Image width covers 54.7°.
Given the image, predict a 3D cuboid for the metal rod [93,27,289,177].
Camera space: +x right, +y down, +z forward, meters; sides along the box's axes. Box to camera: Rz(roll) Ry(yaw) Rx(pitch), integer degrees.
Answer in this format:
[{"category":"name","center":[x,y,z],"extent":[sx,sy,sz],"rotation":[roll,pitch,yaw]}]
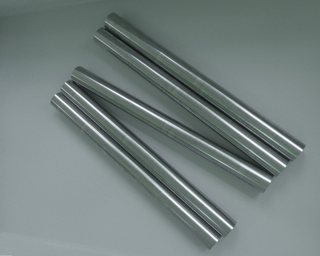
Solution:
[{"category":"metal rod","center":[0.028,-0.042,0.399],"extent":[0.300,0.025,0.025],"rotation":[38,102,16]}]

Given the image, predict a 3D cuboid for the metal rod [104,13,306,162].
[{"category":"metal rod","center":[0.045,-0.061,0.393],"extent":[0.300,0.025,0.025],"rotation":[38,102,16]}]

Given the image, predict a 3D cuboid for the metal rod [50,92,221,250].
[{"category":"metal rod","center":[-0.042,0.049,0.424],"extent":[0.300,0.025,0.025],"rotation":[40,103,15]}]

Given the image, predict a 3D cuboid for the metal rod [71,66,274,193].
[{"category":"metal rod","center":[0.003,-0.006,0.408],"extent":[0.300,0.025,0.025],"rotation":[30,100,17]}]

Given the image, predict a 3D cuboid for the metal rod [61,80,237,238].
[{"category":"metal rod","center":[-0.025,0.032,0.418],"extent":[0.300,0.025,0.025],"rotation":[40,103,15]}]
